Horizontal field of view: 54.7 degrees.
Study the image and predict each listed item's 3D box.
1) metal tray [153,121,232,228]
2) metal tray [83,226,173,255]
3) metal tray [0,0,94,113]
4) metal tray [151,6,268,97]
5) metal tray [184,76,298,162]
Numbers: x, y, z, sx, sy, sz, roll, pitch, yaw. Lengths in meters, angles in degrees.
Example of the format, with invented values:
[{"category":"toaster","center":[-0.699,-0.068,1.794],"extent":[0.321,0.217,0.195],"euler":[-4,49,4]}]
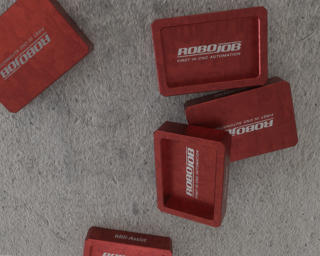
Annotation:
[{"category":"metal tray","center":[0.041,0.061,0.402],"extent":[0.090,0.030,0.129],"euler":[10,120,23]},{"category":"metal tray","center":[-0.052,0.207,0.482],"extent":[0.131,0.030,0.089],"euler":[10,110,-4]},{"category":"metal tray","center":[-0.158,-0.091,0.372],"extent":[0.130,0.030,0.090],"euler":[-36,107,12]},{"category":"metal tray","center":[0.060,-0.091,0.373],"extent":[0.131,0.030,0.089],"euler":[-7,110,2]},{"category":"metal tray","center":[0.105,-0.006,0.406],"extent":[0.131,0.030,0.089],"euler":[-15,110,5]}]
